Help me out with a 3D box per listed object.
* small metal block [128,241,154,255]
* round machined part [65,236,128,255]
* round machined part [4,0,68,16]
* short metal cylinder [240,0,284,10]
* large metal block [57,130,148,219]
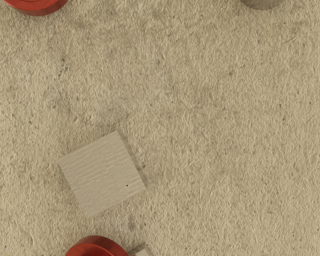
[{"bbox_3d":[-0.028,0.189,0.410,0.050,0.025,0.050,-31,90,-1],"label":"small metal block"},{"bbox_3d":[-0.082,0.189,0.383,0.098,0.042,0.097,4,102,21],"label":"round machined part"},{"bbox_3d":[-0.159,-0.192,0.399,0.099,0.042,0.097,0,90,-1],"label":"round machined part"},{"bbox_3d":[0.140,-0.201,0.399,0.081,0.050,0.079,0,90,-1],"label":"short metal cylinder"},{"bbox_3d":[-0.070,0.056,0.397,0.080,0.050,0.080,-26,90,-1],"label":"large metal block"}]
